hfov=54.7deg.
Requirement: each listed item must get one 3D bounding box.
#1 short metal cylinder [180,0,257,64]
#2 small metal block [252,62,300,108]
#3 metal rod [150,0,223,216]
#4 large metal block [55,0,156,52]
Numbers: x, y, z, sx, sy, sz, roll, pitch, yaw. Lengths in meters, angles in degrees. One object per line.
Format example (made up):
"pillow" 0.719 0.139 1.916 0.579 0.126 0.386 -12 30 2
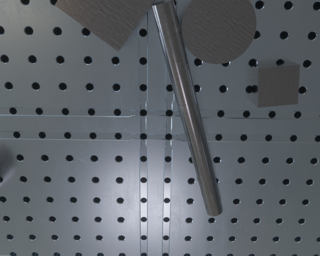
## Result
"short metal cylinder" 0.064 -0.118 0.357 0.081 0.050 0.079 0 110 0
"small metal block" 0.147 -0.055 0.394 0.050 0.025 0.050 -5 110 1
"metal rod" 0.041 -0.004 0.390 0.025 0.025 0.298 -15 118 5
"large metal block" -0.054 -0.145 0.346 0.080 0.050 0.080 35 106 -12
